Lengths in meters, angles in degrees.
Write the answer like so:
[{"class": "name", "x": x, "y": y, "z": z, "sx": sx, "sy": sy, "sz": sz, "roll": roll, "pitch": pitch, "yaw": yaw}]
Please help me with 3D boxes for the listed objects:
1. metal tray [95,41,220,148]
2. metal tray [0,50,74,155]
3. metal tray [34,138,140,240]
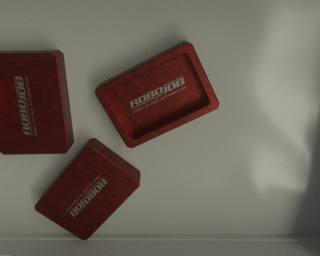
[{"class": "metal tray", "x": -0.003, "y": -0.041, "z": 0.393, "sx": 0.130, "sy": 0.030, "sz": 0.090, "roll": -25, "pitch": 109, "yaw": 8}, {"class": "metal tray", "x": -0.165, "y": -0.031, "z": 0.395, "sx": 0.091, "sy": 0.030, "sz": 0.129, "roll": -1, "pitch": 110, "yaw": 0}, {"class": "metal tray", "x": -0.101, "y": 0.089, "z": 0.440, "sx": 0.090, "sy": 0.030, "sz": 0.130, "roll": 39, "pitch": 105, "yaw": -14}]
